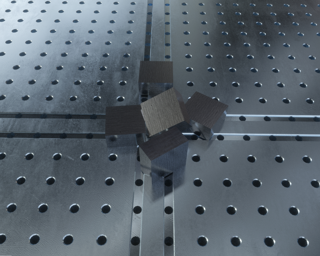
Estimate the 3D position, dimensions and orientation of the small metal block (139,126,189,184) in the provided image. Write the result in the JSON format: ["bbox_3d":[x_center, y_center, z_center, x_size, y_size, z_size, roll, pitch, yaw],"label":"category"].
[{"bbox_3d":[0.004,0.032,0.364,0.050,0.050,0.025,-27,55,-21],"label":"small metal block"}]

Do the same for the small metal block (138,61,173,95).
[{"bbox_3d":[-0.006,-0.076,0.472,0.050,0.025,0.050,1,50,0],"label":"small metal block"}]

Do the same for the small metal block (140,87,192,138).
[{"bbox_3d":[0.008,-0.017,0.401,0.050,0.025,0.050,-25,63,19],"label":"small metal block"}]

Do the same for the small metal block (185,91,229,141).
[{"bbox_3d":[0.058,-0.017,0.423,0.050,0.025,0.050,27,55,21],"label":"small metal block"}]

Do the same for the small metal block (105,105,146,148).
[{"bbox_3d":[-0.045,-0.003,0.410,0.050,0.025,0.050,-4,50,-4],"label":"small metal block"}]
